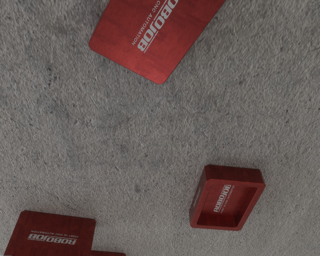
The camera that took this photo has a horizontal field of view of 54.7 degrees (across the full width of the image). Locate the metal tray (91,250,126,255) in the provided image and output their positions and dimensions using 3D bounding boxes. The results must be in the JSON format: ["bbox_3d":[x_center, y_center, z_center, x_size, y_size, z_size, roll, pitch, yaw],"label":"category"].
[{"bbox_3d":[-0.143,0.295,0.653,0.131,0.030,0.089,8,130,-7],"label":"metal tray"}]

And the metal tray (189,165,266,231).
[{"bbox_3d":[0.104,0.117,0.504,0.091,0.030,0.129,6,130,-6],"label":"metal tray"}]

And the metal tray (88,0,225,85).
[{"bbox_3d":[-0.002,-0.115,0.306,0.090,0.030,0.129,25,126,-20],"label":"metal tray"}]

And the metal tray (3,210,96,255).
[{"bbox_3d":[-0.182,0.194,0.527,0.131,0.090,0.030,10,129,-9],"label":"metal tray"}]
